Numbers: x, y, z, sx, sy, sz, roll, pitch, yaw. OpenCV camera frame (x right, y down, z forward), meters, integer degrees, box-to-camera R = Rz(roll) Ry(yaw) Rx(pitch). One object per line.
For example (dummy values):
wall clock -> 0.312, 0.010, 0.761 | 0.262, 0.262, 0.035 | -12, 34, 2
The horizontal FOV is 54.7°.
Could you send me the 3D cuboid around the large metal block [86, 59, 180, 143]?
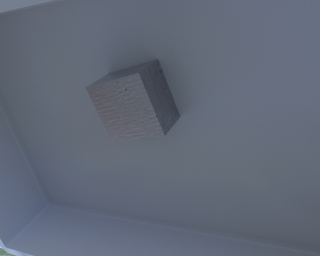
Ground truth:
large metal block -> -0.032, -0.032, 0.388 | 0.080, 0.050, 0.080 | -9, 114, 32
